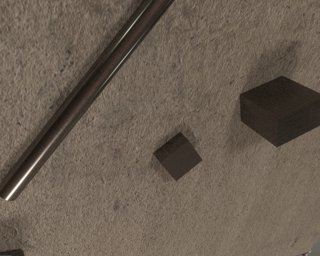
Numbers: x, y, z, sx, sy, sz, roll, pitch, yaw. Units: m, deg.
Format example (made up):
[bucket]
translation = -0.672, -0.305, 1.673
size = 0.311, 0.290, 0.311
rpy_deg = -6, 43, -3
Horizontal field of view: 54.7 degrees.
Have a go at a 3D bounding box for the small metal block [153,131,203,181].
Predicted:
[small metal block]
translation = 0.026, 0.042, 0.449
size = 0.050, 0.025, 0.050
rpy_deg = -39, 130, -2

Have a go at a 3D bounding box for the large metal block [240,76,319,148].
[large metal block]
translation = 0.176, -0.027, 0.453
size = 0.081, 0.080, 0.050
rpy_deg = -24, 127, -14

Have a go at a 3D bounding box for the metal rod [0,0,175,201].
[metal rod]
translation = -0.081, -0.038, 0.339
size = 0.025, 0.025, 0.299
rpy_deg = 35, 99, -39

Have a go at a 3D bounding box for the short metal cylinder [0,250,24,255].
[short metal cylinder]
translation = -0.199, 0.199, 0.387
size = 0.050, 0.080, 0.079
rpy_deg = 1, 118, -29
